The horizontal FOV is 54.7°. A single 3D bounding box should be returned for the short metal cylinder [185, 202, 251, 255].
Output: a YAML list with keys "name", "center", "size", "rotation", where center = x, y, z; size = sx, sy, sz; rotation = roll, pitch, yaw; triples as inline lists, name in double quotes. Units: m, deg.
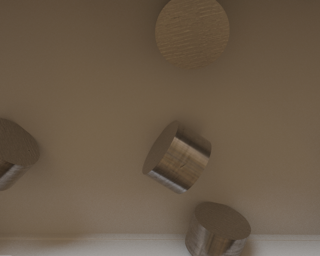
- name: "short metal cylinder"
  center: [0.081, 0.150, 0.439]
  size: [0.081, 0.080, 0.050]
  rotation: [13, 110, -5]

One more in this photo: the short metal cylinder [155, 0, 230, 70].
- name: "short metal cylinder"
  center: [0.035, -0.111, 0.357]
  size: [0.081, 0.050, 0.079]
  rotation: [0, 110, -1]

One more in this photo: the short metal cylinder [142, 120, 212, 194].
- name: "short metal cylinder"
  center: [0.021, 0.037, 0.396]
  size: [0.050, 0.080, 0.080]
  rotation: [33, 107, -12]

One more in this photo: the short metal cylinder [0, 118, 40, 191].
- name: "short metal cylinder"
  center: [-0.203, 0.032, 0.391]
  size: [0.050, 0.080, 0.080]
  rotation: [-43, 105, 14]
